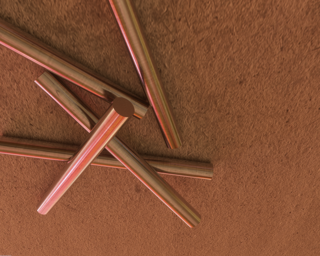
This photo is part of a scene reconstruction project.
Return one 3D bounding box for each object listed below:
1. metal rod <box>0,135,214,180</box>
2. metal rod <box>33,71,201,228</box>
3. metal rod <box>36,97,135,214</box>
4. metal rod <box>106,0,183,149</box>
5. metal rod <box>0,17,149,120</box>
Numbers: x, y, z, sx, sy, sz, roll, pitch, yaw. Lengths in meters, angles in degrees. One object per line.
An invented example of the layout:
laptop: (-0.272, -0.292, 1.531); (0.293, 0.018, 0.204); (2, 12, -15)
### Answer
metal rod: (-0.072, 0.044, 0.443); (0.302, 0.025, 0.025); (8, 130, -7)
metal rod: (-0.041, 0.040, 0.413); (0.025, 0.025, 0.300); (-32, 115, 24)
metal rod: (-0.116, 0.056, 0.418); (0.025, 0.025, 0.298); (26, 136, -20)
metal rod: (-0.024, -0.089, 0.330); (0.025, 0.025, 0.299); (-13, 129, 11)
metal rod: (-0.143, -0.088, 0.330); (0.301, 0.025, 0.025); (29, 124, -23)
